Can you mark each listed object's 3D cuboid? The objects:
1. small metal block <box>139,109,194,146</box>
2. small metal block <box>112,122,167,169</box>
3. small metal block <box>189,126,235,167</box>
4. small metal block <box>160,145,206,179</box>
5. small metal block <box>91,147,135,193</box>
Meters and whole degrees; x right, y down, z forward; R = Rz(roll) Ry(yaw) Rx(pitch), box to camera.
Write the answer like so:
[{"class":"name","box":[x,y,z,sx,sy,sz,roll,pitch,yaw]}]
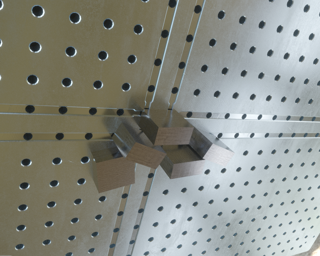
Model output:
[{"class":"small metal block","box":[0.007,-0.002,0.399,0.050,0.050,0.025,0,119,-29]},{"class":"small metal block","box":[-0.027,0.023,0.396,0.050,0.050,0.025,24,105,-37]},{"class":"small metal block","box":[0.073,0.027,0.454,0.050,0.050,0.025,23,106,-37]},{"class":"small metal block","box":[0.028,0.044,0.439,0.050,0.050,0.025,-5,121,-26]},{"class":"small metal block","box":[-0.062,0.054,0.412,0.050,0.025,0.050,-12,124,-22]}]
